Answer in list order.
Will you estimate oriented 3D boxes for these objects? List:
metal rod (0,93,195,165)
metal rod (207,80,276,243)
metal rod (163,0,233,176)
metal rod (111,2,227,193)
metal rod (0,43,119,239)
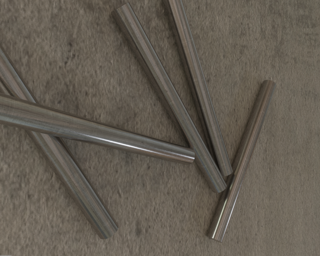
[{"bbox_3d":[-0.060,0.007,0.332,0.302,0.025,0.025,18,78,-46],"label":"metal rod"},{"bbox_3d":[0.144,0.045,0.528,0.025,0.025,0.300,39,66,-34],"label":"metal rod"},{"bbox_3d":[0.056,-0.064,0.453,0.025,0.025,0.298,-32,110,-36],"label":"metal rod"},{"bbox_3d":[0.023,-0.025,0.425,0.025,0.025,0.299,-46,118,-31],"label":"metal rod"},{"bbox_3d":[-0.122,-0.006,0.303,0.025,0.025,0.299,-41,115,-33],"label":"metal rod"}]
